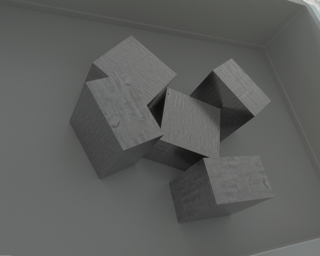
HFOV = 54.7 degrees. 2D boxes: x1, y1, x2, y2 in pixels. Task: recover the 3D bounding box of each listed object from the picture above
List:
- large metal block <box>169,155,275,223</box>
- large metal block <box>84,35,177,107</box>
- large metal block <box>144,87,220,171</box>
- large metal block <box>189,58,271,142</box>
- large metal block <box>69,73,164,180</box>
[{"bbox_3d":[0.069,0.072,0.364,0.081,0.080,0.050,1,62,-28],"label":"large metal block"},{"bbox_3d":[-0.038,-0.062,0.406,0.080,0.050,0.080,41,51,-1],"label":"large metal block"},{"bbox_3d":[0.030,0.005,0.402,0.080,0.050,0.080,21,54,-17],"label":"large metal block"},{"bbox_3d":[0.093,-0.037,0.443,0.080,0.080,0.050,49,51,6],"label":"large metal block"},{"bbox_3d":[-0.052,-0.001,0.342,0.050,0.080,0.080,-21,73,-36],"label":"large metal block"}]
